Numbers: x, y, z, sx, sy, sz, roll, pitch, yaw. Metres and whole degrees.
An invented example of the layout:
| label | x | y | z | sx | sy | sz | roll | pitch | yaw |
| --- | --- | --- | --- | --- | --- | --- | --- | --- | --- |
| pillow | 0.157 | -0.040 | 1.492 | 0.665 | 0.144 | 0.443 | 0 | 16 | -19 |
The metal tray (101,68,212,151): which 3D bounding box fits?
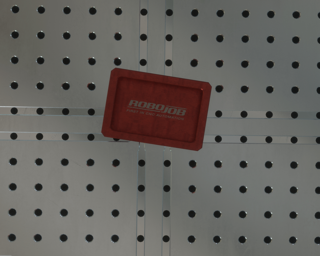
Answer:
| label | x | y | z | sx | sy | sz | roll | pitch | yaw |
| --- | --- | --- | --- | --- | --- | --- | --- | --- | --- |
| metal tray | -0.004 | -0.024 | 0.410 | 0.131 | 0.030 | 0.089 | 9 | 90 | -1 |
